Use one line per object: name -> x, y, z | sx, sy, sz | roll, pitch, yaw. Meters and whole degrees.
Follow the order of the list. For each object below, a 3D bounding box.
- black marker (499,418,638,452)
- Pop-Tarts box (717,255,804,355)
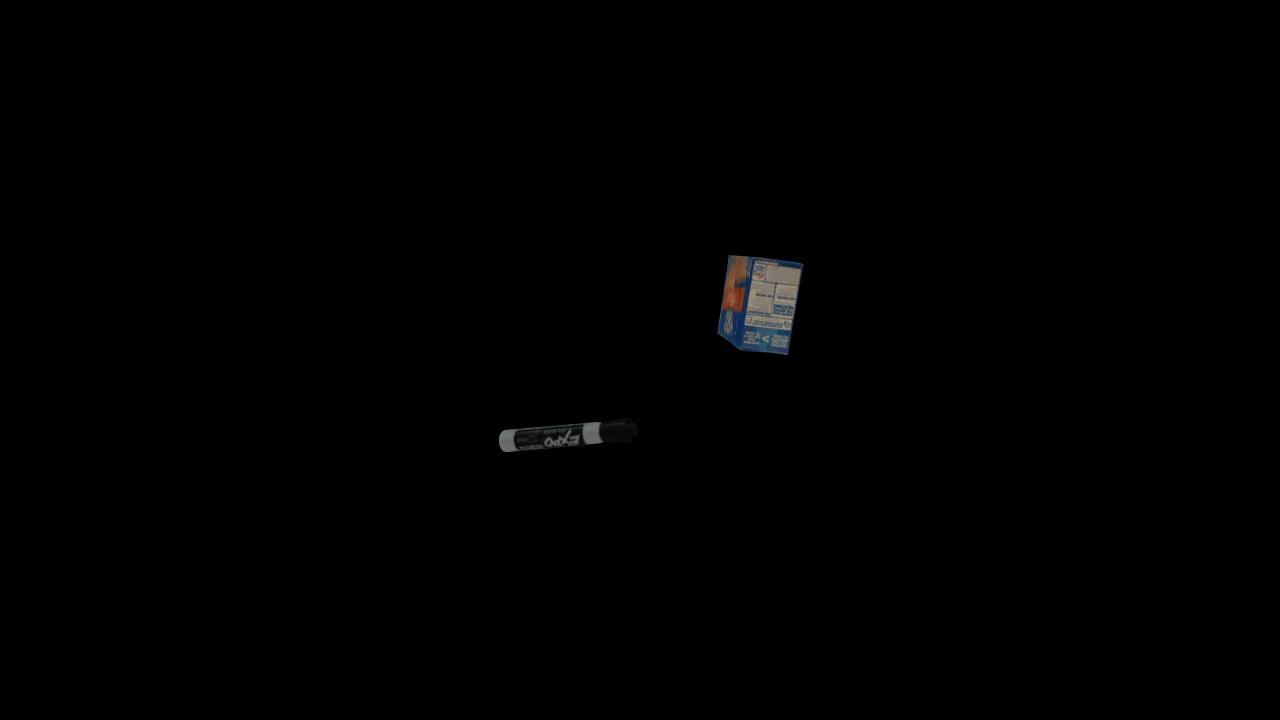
black marker -> -0.058, 0.061, 0.492 | 0.121, 0.020, 0.020 | -8, -3, 22
Pop-Tarts box -> 0.188, -0.094, 0.995 | 0.083, 0.141, 0.167 | 6, 11, -5
